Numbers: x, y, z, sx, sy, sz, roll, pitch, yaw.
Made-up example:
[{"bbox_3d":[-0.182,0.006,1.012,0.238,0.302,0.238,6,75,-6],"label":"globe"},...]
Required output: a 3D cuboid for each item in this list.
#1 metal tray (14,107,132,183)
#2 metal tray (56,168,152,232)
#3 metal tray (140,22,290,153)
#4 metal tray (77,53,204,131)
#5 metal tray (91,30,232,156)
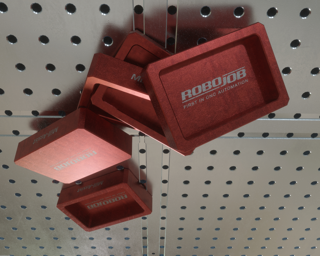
[{"bbox_3d":[-0.113,0.029,0.408,0.130,0.030,0.090,-24,140,28],"label":"metal tray"},{"bbox_3d":[-0.089,0.122,0.511,0.130,0.030,0.090,-21,128,16],"label":"metal tray"},{"bbox_3d":[0.057,-0.042,0.314,0.131,0.030,0.090,-24,98,-13],"label":"metal tray"},{"bbox_3d":[-0.023,-0.030,0.359,0.131,0.030,0.090,17,153,-15],"label":"metal tray"},{"bbox_3d":[0.002,-0.037,0.348,0.131,0.030,0.090,30,108,-13],"label":"metal tray"}]
